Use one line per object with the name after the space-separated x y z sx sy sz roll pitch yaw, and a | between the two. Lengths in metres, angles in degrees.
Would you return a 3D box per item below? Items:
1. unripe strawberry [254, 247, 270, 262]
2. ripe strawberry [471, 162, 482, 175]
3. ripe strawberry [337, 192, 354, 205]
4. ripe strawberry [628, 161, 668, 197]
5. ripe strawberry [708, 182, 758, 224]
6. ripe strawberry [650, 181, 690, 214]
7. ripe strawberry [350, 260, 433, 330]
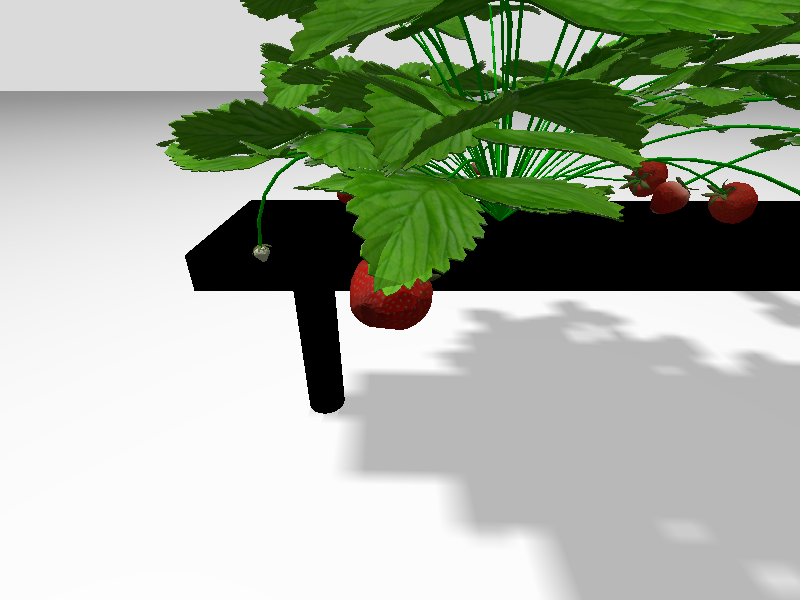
-0.086 -0.029 0.250 0.010 0.010 0.011 -18 34 -29 | unripe strawberry
0.102 -0.173 0.526 0.019 0.020 0.020 2 -18 3 | ripe strawberry
-0.044 -0.102 0.383 0.031 0.031 0.035 6 30 13 | ripe strawberry
0.264 -0.129 0.422 0.038 0.040 0.035 -12 32 -22 | ripe strawberry
0.295 -0.084 0.354 0.035 0.035 0.033 31 25 -16 | ripe strawberry
0.252 -0.094 0.377 0.030 0.031 0.029 37 26 -14 | ripe strawberry
-0.007 -0.003 0.199 0.043 0.037 0.043 15 33 25 | ripe strawberry
